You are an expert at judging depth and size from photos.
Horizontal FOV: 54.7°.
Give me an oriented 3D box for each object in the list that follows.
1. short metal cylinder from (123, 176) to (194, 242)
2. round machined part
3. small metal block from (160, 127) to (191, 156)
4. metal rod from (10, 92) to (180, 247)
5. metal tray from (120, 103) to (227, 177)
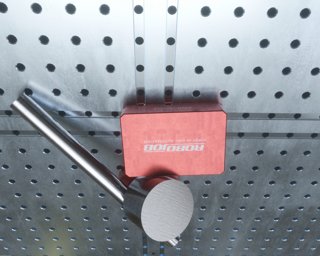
[{"bbox_3d":[-0.002,0.104,0.417,0.080,0.080,0.050,39,163,-29],"label":"short metal cylinder"},{"bbox_3d":[-0.017,0.096,0.482,0.099,0.042,0.097,-1,130,0],"label":"round machined part"},{"bbox_3d":[0.021,0.018,0.428,0.050,0.025,0.050,-8,130,6],"label":"small metal block"},{"bbox_3d":[-0.077,0.068,0.427,0.025,0.025,0.300,-35,110,25],"label":"metal rod"},{"bbox_3d":[0.018,0.016,0.405,0.131,0.030,0.089,-2,112,1],"label":"metal tray"}]
